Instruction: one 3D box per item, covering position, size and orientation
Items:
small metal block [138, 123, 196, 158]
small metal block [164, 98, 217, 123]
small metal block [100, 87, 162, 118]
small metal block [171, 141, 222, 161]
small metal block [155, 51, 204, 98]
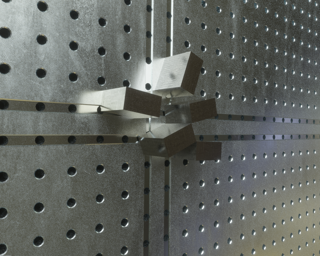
[{"bbox_3d":[0.009,0.015,0.400,0.050,0.050,0.025,-27,107,-37],"label":"small metal block"},{"bbox_3d":[0.042,-0.024,0.427,0.050,0.050,0.025,-15,100,-39],"label":"small metal block"},{"bbox_3d":[-0.034,-0.028,0.363,0.050,0.050,0.025,11,83,-39],"label":"small metal block"},{"bbox_3d":[0.050,0.031,0.434,0.050,0.050,0.025,4,88,-40],"label":"small metal block"},{"bbox_3d":[0.025,-0.070,0.413,0.025,0.050,0.050,27,73,-37],"label":"small metal block"}]
